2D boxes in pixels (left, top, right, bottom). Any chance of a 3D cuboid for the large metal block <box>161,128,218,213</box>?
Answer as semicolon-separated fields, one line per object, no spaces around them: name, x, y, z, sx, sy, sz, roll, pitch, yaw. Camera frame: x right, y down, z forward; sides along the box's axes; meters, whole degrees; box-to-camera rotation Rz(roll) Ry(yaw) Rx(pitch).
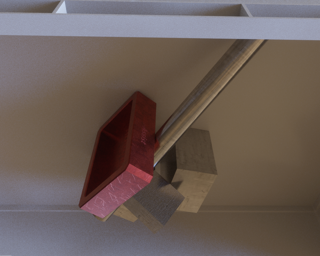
large metal block;0.035;0.055;0.420;0.050;0.080;0.079;10;129;-9

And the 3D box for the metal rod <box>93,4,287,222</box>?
metal rod;0.022;-0.006;0.344;0.025;0.025;0.299;34;105;-26

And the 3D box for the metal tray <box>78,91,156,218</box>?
metal tray;-0.046;0.026;0.360;0.030;0.130;0.090;34;123;-24

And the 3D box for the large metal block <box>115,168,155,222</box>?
large metal block;-0.054;0.073;0.434;0.080;0.080;0.050;29;124;-23

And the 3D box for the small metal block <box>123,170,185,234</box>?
small metal block;-0.006;0.087;0.367;0.050;0.050;0.025;42;133;6
